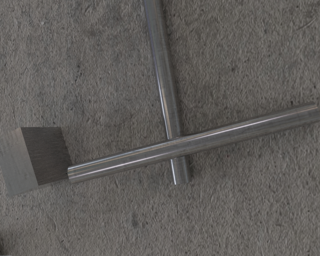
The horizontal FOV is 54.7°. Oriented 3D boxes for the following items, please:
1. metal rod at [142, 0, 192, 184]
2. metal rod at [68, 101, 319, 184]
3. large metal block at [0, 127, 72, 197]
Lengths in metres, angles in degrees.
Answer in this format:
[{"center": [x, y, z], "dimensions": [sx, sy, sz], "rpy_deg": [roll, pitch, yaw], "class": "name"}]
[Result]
[{"center": [0.005, -0.077, 0.407], "dimensions": [0.025, 0.025, 0.298], "rpy_deg": [-11, 87, 19], "class": "metal rod"}, {"center": [0.031, 0.021, 0.373], "dimensions": [0.301, 0.025, 0.025], "rpy_deg": [-15, 85, 10], "class": "metal rod"}, {"center": [-0.176, 0.045, 0.442], "dimensions": [0.050, 0.080, 0.080], "rpy_deg": [-22, 83, 19], "class": "large metal block"}]
